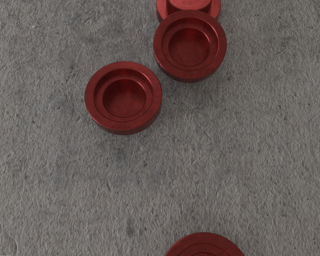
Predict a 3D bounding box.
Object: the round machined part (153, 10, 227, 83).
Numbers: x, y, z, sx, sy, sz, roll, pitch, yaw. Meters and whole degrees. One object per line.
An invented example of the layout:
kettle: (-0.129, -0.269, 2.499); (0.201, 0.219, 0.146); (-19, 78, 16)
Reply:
round machined part: (0.040, -0.110, 0.432); (0.099, 0.042, 0.097); (0, 82, 0)

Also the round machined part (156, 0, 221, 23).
round machined part: (0.043, -0.190, 0.469); (0.099, 0.042, 0.098); (0, 70, 0)

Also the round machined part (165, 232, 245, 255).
round machined part: (0.048, 0.166, 0.339); (0.099, 0.042, 0.098); (0, 70, 0)

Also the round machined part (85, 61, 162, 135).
round machined part: (-0.046, -0.036, 0.412); (0.099, 0.042, 0.098); (0, 70, 0)
